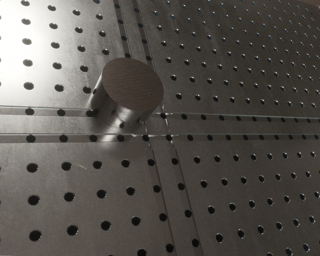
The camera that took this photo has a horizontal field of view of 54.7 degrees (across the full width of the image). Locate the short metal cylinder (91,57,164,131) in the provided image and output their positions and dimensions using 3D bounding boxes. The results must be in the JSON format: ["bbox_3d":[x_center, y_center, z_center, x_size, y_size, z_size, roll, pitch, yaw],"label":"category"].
[{"bbox_3d":[-0.042,-0.043,0.397,0.081,0.050,0.080,14,56,-21],"label":"short metal cylinder"}]
